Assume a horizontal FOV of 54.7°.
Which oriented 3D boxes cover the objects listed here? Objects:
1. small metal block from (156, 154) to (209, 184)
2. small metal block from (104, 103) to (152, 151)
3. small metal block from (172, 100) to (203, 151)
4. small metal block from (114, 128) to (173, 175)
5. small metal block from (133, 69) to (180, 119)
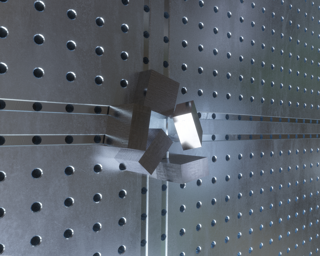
[{"bbox_3d":[0.030,0.055,0.420,0.050,0.050,0.025,-10,97,-40],"label":"small metal block"},{"bbox_3d":[-0.038,-0.001,0.362,0.025,0.050,0.050,13,82,-40],"label":"small metal block"},{"bbox_3d":[0.039,-0.004,0.427,0.050,0.025,0.050,-69,142,-64],"label":"small metal block"},{"bbox_3d":[-0.020,0.027,0.378,0.025,0.050,0.050,51,60,-29],"label":"small metal block"},{"bbox_3d":[-0.005,-0.043,0.407,0.050,0.025,0.050,20,77,-39],"label":"small metal block"}]
